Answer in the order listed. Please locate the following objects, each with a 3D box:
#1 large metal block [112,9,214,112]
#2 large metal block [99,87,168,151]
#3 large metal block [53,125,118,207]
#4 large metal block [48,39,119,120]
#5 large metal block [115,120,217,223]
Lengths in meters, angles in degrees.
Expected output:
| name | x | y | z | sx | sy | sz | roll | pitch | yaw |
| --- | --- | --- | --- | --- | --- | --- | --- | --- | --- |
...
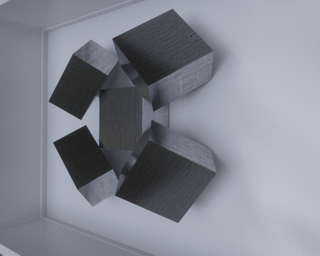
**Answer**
| name | x | y | z | sx | sy | sz | roll | pitch | yaw |
| --- | --- | --- | --- | --- | --- | --- | --- | --- | --- |
| large metal block | 0.004 | -0.079 | 0.358 | 0.080 | 0.050 | 0.080 | -30 | 63 | -11 |
| large metal block | -0.036 | -0.012 | 0.417 | 0.080 | 0.050 | 0.080 | 1 | 91 | 40 |
| large metal block | -0.102 | 0.056 | 0.446 | 0.080 | 0.050 | 0.080 | 53 | 165 | 26 |
| large metal block | -0.106 | -0.071 | 0.446 | 0.050 | 0.080 | 0.080 | 31 | 117 | -11 |
| large metal block | 0.006 | 0.050 | 0.355 | 0.080 | 0.050 | 0.080 | 27 | 113 | -11 |
